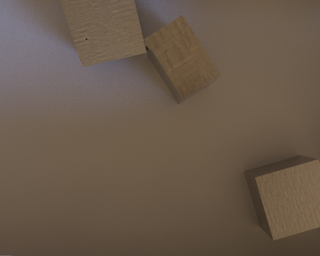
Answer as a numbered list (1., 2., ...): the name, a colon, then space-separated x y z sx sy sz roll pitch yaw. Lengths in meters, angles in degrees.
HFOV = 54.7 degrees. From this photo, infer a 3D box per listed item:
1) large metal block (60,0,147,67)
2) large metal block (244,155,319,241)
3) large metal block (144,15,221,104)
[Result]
1. large metal block: -0.065 -0.128 0.382 0.080 0.050 0.080 -13 117 2
2. large metal block: 0.165 0.087 0.400 0.080 0.050 0.080 -16 90 0
3. large metal block: 0.025 -0.079 0.384 0.050 0.080 0.080 -33 90 0
